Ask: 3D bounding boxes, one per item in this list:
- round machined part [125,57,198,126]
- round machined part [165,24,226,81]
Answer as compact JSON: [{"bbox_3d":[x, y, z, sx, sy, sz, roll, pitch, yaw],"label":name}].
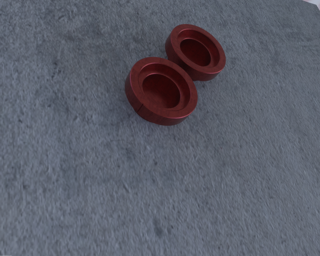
[{"bbox_3d":[-0.002,-0.045,0.421,0.099,0.042,0.098,14,56,-21],"label":"round machined part"},{"bbox_3d":[0.052,-0.114,0.492,0.099,0.042,0.098,14,56,-21],"label":"round machined part"}]
